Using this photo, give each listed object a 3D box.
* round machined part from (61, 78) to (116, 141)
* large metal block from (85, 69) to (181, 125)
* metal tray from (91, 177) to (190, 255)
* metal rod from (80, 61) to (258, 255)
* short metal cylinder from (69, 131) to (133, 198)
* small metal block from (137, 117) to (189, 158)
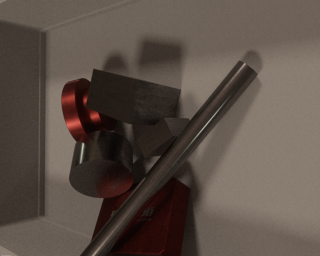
[{"bbox_3d":[-0.096,-0.024,0.444,0.042,0.098,0.098,-13,81,11],"label":"round machined part"},{"bbox_3d":[-0.033,-0.038,0.395,0.080,0.081,0.050,20,100,38],"label":"large metal block"},{"bbox_3d":[-0.028,0.117,0.396,0.130,0.030,0.090,-17,48,38],"label":"metal tray"},{"bbox_3d":[0.002,0.051,0.353,0.025,0.025,0.299,44,100,31],"label":"metal rod"},{"bbox_3d":[-0.076,0.050,0.414,0.080,0.080,0.050,-45,32,30],"label":"short metal cylinder"},{"bbox_3d":[0.009,0.012,0.381,0.050,0.050,0.025,-39,66,33],"label":"small metal block"}]
